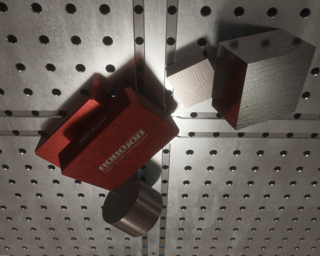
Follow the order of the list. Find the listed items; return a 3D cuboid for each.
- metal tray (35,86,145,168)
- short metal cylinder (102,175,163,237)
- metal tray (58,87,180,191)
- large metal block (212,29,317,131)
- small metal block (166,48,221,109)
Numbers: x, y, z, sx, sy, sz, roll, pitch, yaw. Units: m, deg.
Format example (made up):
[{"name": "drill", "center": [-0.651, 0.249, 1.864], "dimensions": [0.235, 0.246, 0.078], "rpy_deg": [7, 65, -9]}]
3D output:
[{"name": "metal tray", "center": [-0.093, 0.013, 0.418], "dimensions": [0.090, 0.030, 0.130], "rpy_deg": [37, 121, -28]}, {"name": "short metal cylinder", "center": [-0.042, 0.119, 0.477], "dimensions": [0.080, 0.080, 0.050], "rpy_deg": [-34, 123, 25]}, {"name": "metal tray", "center": [-0.051, 0.020, 0.390], "dimensions": [0.130, 0.030, 0.090], "rpy_deg": [-42, 136, 15]}, {"name": "large metal block", "center": [0.107, -0.053, 0.334], "dimensions": [0.081, 0.050, 0.079], "rpy_deg": [-16, 133, -17]}, {"name": "small metal block", "center": [0.041, -0.057, 0.364], "dimensions": [0.050, 0.025, 0.050], "rpy_deg": [-23, 127, 18]}]
